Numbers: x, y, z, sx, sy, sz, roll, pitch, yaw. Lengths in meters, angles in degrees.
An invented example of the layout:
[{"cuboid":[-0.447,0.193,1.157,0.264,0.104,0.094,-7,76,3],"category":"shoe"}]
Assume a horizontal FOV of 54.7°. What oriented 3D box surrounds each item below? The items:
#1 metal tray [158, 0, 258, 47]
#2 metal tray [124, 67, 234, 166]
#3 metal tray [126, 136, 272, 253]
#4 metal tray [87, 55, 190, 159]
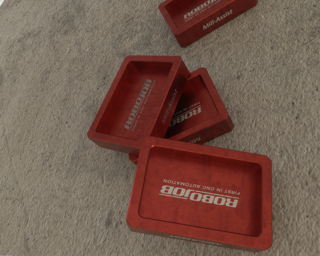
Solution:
[{"cuboid":[0.071,-0.192,0.480,0.130,0.030,0.090,-29,52,9],"category":"metal tray"},{"cuboid":[0.017,-0.012,0.399,0.130,0.030,0.090,-26,53,12],"category":"metal tray"},{"cuboid":[0.040,0.063,0.303,0.131,0.030,0.090,10,63,1],"category":"metal tray"},{"cuboid":[-0.026,-0.032,0.394,0.090,0.030,0.130,9,66,32],"category":"metal tray"}]
